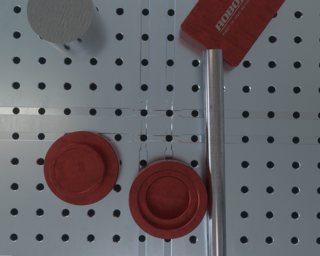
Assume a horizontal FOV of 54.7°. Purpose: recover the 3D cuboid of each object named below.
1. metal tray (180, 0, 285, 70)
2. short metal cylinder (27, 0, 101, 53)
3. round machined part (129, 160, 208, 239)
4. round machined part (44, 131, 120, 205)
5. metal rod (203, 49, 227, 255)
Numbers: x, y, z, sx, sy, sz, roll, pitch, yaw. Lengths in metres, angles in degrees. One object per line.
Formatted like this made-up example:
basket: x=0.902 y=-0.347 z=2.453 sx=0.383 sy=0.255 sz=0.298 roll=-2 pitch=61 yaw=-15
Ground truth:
metal tray: x=0.099 y=-0.155 z=0.412 sx=0.090 sy=0.030 sz=0.130 roll=36 pitch=90 yaw=0
short metal cylinder: x=-0.121 y=-0.142 z=0.400 sx=0.081 sy=0.050 sz=0.079 roll=0 pitch=90 yaw=0
round machined part: x=0.010 y=0.089 z=0.405 sx=0.099 sy=0.042 sz=0.097 roll=0 pitch=90 yaw=0
round machined part: x=-0.103 y=0.053 z=0.404 sx=0.099 sy=0.042 sz=0.097 roll=0 pitch=90 yaw=0
metal rod: x=0.071 y=0.052 z=0.399 sx=0.025 sy=0.025 sz=0.298 roll=-2 pitch=96 yaw=0
